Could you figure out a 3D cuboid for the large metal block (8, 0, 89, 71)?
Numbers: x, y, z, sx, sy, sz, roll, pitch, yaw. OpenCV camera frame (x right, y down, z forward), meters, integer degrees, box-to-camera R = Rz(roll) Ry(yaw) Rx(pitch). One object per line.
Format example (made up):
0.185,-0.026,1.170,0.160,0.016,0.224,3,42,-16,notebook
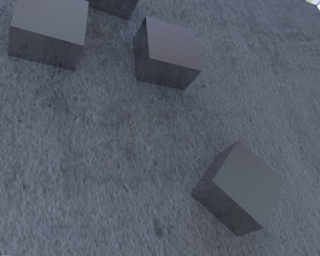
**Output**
-0.139,-0.127,0.391,0.081,0.050,0.080,11,57,-23,large metal block

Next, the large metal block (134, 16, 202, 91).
0.009,-0.110,0.461,0.081,0.050,0.080,9,58,-24,large metal block

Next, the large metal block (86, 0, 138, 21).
-0.076,-0.227,0.486,0.081,0.050,0.080,14,56,-21,large metal block

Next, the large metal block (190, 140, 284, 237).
0.100,0.076,0.397,0.080,0.050,0.080,43,51,1,large metal block
